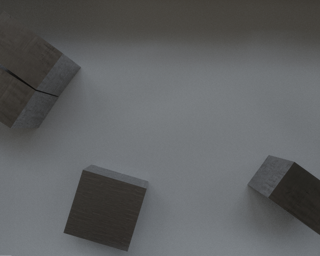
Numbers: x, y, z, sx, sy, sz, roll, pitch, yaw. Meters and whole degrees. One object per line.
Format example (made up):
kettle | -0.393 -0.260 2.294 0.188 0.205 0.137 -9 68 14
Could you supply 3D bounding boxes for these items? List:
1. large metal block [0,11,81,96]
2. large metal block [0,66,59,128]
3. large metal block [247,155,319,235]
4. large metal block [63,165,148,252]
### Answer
large metal block | -0.155 -0.086 0.382 0.080 0.080 0.050 36 90 -1
large metal block | -0.185 -0.043 0.381 0.080 0.080 0.050 33 90 -1
large metal block | 0.168 0.081 0.386 0.080 0.080 0.050 36 90 -1
large metal block | -0.066 0.100 0.398 0.080 0.050 0.080 17 90 -1
